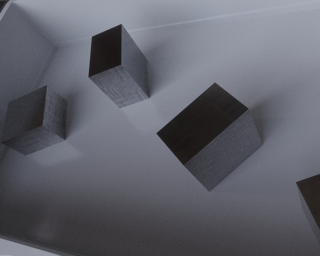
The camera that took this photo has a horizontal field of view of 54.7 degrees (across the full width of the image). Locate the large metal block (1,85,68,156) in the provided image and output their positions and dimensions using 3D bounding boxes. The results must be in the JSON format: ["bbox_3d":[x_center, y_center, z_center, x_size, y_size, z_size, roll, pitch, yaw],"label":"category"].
[{"bbox_3d":[-0.201,-0.011,0.503,0.080,0.050,0.080,-20,54,16],"label":"large metal block"}]

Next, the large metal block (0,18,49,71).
[{"bbox_3d":[-0.298,-0.179,0.659,0.080,0.050,0.080,33,80,38],"label":"large metal block"}]

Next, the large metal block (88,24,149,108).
[{"bbox_3d":[-0.058,-0.089,0.455,0.050,0.080,0.080,-17,55,19],"label":"large metal block"}]

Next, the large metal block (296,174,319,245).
[{"bbox_3d":[0.162,0.065,0.246,0.080,0.080,0.050,-24,53,14],"label":"large metal block"}]

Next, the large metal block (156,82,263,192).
[{"bbox_3d":[0.056,0.013,0.333,0.080,0.080,0.050,-41,51,0],"label":"large metal block"}]
